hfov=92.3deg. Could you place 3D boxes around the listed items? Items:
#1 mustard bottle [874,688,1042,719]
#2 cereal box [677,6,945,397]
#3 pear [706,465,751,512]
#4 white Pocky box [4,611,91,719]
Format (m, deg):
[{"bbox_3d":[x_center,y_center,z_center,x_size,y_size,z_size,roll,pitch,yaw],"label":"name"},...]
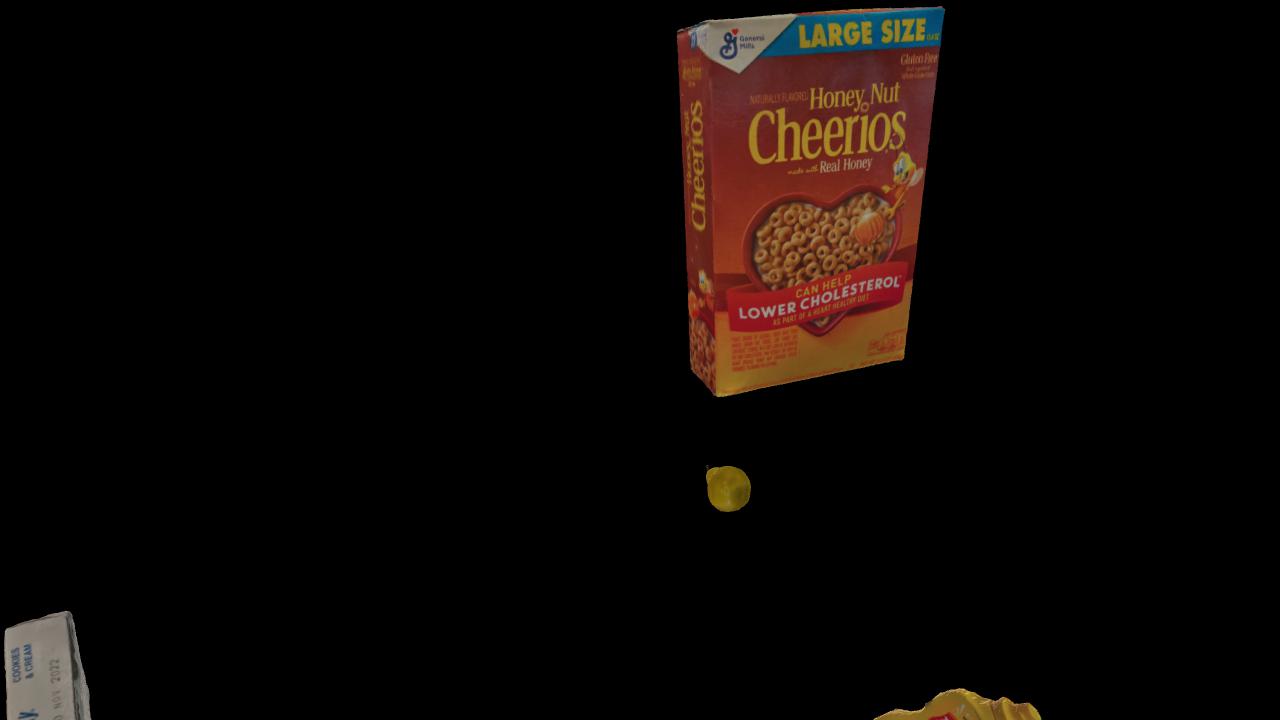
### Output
[{"bbox_3d":[0.358,0.422,0.689,0.054,0.092,0.184,24,-53,-33],"label":"mustard bottle"},{"bbox_3d":[0.143,-0.132,0.542,0.203,0.306,0.081,-10,25,-14],"label":"cereal box"},{"bbox_3d":[0.142,0.221,1.088,0.080,0.080,0.111,0,7,-29],"label":"pear"},{"bbox_3d":[-0.330,0.207,0.348,0.028,0.084,0.154,-7,-29,-43],"label":"white Pocky box"}]
